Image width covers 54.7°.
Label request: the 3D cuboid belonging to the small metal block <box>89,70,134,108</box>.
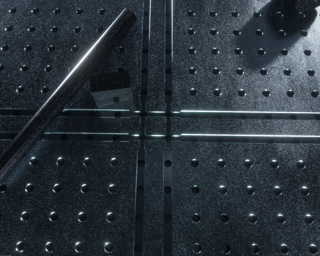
[{"bbox_3d":[-0.064,-0.051,0.416,0.050,0.050,0.025,-8,71,-3],"label":"small metal block"}]

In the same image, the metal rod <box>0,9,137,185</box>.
[{"bbox_3d":[-0.127,-0.054,0.429,0.025,0.025,0.300,31,73,10],"label":"metal rod"}]

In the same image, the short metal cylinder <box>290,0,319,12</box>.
[{"bbox_3d":[0.231,-0.224,0.467,0.080,0.080,0.050,-20,72,-7],"label":"short metal cylinder"}]
